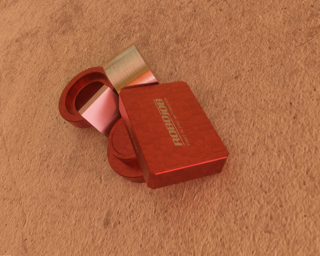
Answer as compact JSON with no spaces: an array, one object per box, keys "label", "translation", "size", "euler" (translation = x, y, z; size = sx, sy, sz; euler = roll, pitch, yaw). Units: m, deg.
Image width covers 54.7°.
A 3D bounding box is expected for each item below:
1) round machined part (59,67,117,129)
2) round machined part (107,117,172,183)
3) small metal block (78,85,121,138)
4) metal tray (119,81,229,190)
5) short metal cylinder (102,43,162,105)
[{"label":"round machined part","translation":[-0.100,-0.042,0.471],"size":[0.098,0.042,0.098],"euler":[-13,56,20]},{"label":"round machined part","translation":[-0.026,0.017,0.396],"size":[0.098,0.042,0.098],"euler":[-13,56,20]},{"label":"small metal block","translation":[-0.071,-0.022,0.415],"size":[0.050,0.050,0.025],"euler":[-47,27,-6]},{"label":"metal tray","translation":[0.011,0.001,0.366],"size":[0.091,0.030,0.130],"euler":[-11,50,-17]},{"label":"short metal cylinder","translation":[-0.035,-0.070,0.431],"size":[0.050,0.080,0.080],"euler":[-33,52,7]}]
